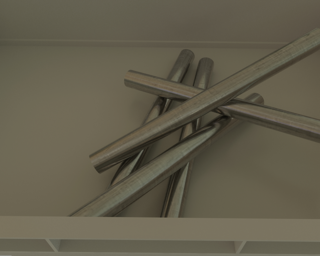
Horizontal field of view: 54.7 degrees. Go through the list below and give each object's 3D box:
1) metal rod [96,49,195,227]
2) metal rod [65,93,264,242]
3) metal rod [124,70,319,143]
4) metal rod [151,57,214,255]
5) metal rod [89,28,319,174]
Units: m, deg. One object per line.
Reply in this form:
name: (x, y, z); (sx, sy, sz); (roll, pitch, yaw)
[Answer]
metal rod: (-0.008, -0.010, 0.413); (0.025, 0.025, 0.301); (16, 52, 13)
metal rod: (0.032, 0.024, 0.351); (0.025, 0.025, 0.302); (38, 49, 27)
metal rod: (0.087, -0.026, 0.377); (0.301, 0.025, 0.025); (19, 52, 24)
metal rod: (0.038, 0.010, 0.397); (0.025, 0.025, 0.300); (11, 51, 8)
metal rod: (0.057, -0.033, 0.358); (0.301, 0.025, 0.025); (-29, 55, -3)
